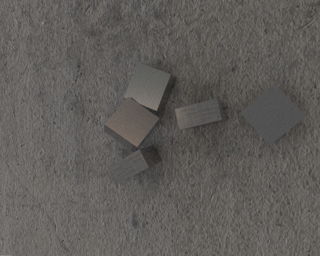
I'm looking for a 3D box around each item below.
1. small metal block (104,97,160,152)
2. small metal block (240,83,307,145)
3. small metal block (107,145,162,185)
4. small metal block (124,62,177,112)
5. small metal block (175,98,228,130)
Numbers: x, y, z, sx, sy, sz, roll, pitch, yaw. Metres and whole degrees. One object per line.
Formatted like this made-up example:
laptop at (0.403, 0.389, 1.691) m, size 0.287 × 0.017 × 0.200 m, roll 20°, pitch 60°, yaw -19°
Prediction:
small metal block at (-0.037, -0.004, 0.404) m, size 0.050 × 0.025 × 0.050 m, roll 35°, pitch 66°, yaw 5°
small metal block at (0.132, -0.015, 0.362) m, size 0.050 × 0.025 × 0.050 m, roll -43°, pitch 77°, yaw 15°
small metal block at (-0.032, 0.047, 0.406) m, size 0.050 × 0.050 × 0.025 m, roll -30°, pitch 84°, yaw 18°
small metal block at (-0.013, -0.054, 0.413) m, size 0.050 × 0.025 × 0.050 m, roll 24°, pitch 98°, yaw 18°
small metal block at (0.052, -0.016, 0.377) m, size 0.050 × 0.050 × 0.025 m, roll -14°, pitch 86°, yaw 19°
